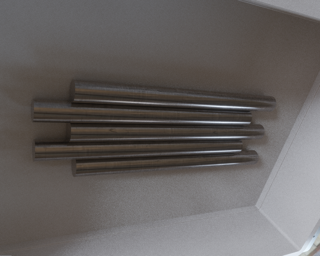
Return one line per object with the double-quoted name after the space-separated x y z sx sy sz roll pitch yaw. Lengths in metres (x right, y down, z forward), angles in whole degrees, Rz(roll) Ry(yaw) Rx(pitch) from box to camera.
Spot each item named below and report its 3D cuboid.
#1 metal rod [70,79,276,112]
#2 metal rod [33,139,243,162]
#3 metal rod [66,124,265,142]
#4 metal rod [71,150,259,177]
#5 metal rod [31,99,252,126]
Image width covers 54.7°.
0.038 -0.038 0.406 0.303 0.025 0.025 1 118 -29 "metal rod"
-0.009 0.026 0.420 0.303 0.025 0.025 1 118 -29 "metal rod"
0.028 0.005 0.427 0.303 0.025 0.025 1 118 -29 "metal rod"
0.026 0.049 0.453 0.303 0.025 0.025 1 118 -29 "metal rod"
-0.001 -0.017 0.397 0.303 0.025 0.025 1 118 -29 "metal rod"
